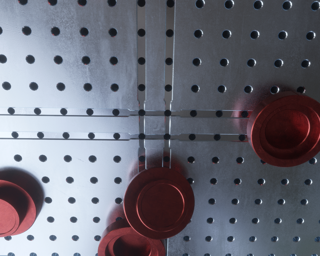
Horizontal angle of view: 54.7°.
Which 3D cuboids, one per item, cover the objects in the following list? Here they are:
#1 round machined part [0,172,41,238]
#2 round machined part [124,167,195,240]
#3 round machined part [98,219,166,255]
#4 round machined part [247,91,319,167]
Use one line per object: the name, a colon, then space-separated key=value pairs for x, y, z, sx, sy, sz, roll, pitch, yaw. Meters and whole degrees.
round machined part: x=-0.227 y=0.116 z=0.444 sx=0.099 sy=0.042 sz=0.097 roll=0 pitch=110 yaw=-1
round machined part: x=0.000 y=0.102 z=0.421 sx=0.099 sy=0.042 sz=0.097 roll=1 pitch=84 yaw=-10
round machined part: x=-0.041 y=0.176 z=0.469 sx=0.099 sy=0.042 sz=0.097 roll=0 pitch=110 yaw=-1
round machined part: x=0.163 y=-0.001 z=0.406 sx=0.099 sy=0.042 sz=0.097 roll=0 pitch=110 yaw=-1
